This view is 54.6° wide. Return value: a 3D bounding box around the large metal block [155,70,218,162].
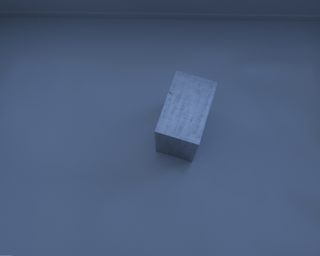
[{"bbox_3d":[0.031,-0.011,0.385,0.050,0.080,0.080,17,71,6],"label":"large metal block"}]
